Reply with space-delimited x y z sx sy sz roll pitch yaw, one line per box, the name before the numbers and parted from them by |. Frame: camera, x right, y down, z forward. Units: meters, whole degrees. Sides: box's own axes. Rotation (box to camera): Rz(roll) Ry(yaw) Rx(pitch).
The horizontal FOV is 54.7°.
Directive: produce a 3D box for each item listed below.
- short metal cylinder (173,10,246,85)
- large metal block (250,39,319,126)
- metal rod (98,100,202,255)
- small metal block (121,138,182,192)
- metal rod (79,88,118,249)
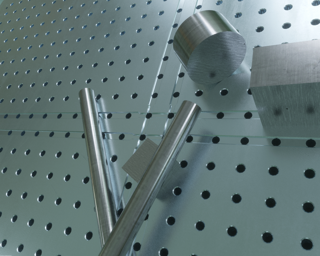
short metal cylinder | 0.063 -0.103 0.402 0.080 0.080 0.050 -30 52 8
large metal block | 0.144 -0.043 0.324 0.080 0.080 0.050 -1 61 27
metal rod | -0.032 0.100 0.329 0.025 0.025 0.300 18 70 34
small metal block | -0.011 0.048 0.383 0.050 0.025 0.050 -49 52 -7
metal rod | -0.081 0.058 0.413 0.025 0.025 0.299 -27 52 11
